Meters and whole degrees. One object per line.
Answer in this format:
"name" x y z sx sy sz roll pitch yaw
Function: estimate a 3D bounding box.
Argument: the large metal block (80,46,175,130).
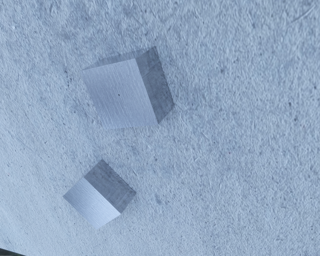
"large metal block" -0.038 -0.048 0.381 0.080 0.050 0.080 -5 116 30

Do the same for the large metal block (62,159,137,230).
"large metal block" -0.100 0.111 0.512 0.080 0.050 0.080 46 129 -4
